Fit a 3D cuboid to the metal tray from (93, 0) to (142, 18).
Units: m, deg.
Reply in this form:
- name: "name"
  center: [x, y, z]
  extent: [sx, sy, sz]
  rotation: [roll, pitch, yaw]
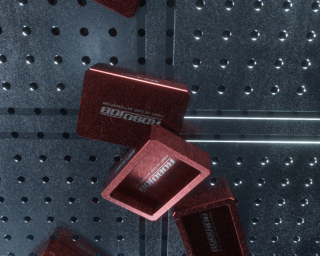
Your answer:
- name: "metal tray"
  center: [-0.071, -0.191, 0.339]
  extent: [0.131, 0.030, 0.089]
  rotation: [24, 108, -9]

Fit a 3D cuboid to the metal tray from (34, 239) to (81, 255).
- name: "metal tray"
  center: [-0.151, 0.248, 0.499]
  extent: [0.130, 0.030, 0.090]
  rotation: [41, 105, -14]

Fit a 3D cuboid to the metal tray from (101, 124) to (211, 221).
- name: "metal tray"
  center: [-0.008, 0.064, 0.411]
  extent: [0.090, 0.030, 0.129]
  rotation: [30, 123, -18]

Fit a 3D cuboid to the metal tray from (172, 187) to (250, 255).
- name: "metal tray"
  center: [0.079, 0.161, 0.471]
  extent: [0.090, 0.030, 0.129]
  rotation: [-17, 110, 5]

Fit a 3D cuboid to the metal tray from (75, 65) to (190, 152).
- name: "metal tray"
  center: [-0.035, -0.022, 0.402]
  extent: [0.131, 0.030, 0.089]
  rotation: [12, 110, -5]
